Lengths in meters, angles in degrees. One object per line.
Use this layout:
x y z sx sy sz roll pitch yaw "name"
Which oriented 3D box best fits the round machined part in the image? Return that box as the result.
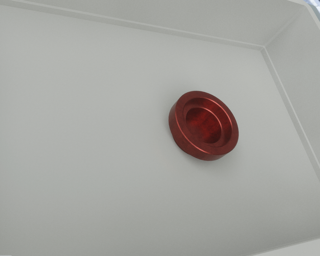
0.055 0.000 0.426 0.099 0.042 0.098 14 56 -21 "round machined part"
